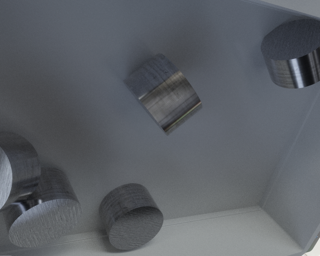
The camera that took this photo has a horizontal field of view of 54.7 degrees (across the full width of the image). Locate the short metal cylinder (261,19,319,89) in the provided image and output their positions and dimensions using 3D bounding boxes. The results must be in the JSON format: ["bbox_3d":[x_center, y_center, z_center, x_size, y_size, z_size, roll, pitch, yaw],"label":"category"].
[{"bbox_3d":[0.181,-0.098,0.411,0.080,0.080,0.050,-39,129,-2],"label":"short metal cylinder"}]

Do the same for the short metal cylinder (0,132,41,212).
[{"bbox_3d":[-0.167,0.044,0.302,0.080,0.050,0.080,0,90,6],"label":"short metal cylinder"}]

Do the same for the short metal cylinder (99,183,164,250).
[{"bbox_3d":[-0.042,0.128,0.448,0.081,0.050,0.079,-14,124,-21],"label":"short metal cylinder"}]

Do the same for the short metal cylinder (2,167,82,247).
[{"bbox_3d":[-0.139,0.093,0.363,0.081,0.050,0.080,-23,139,-21],"label":"short metal cylinder"}]

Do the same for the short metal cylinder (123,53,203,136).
[{"bbox_3d":[0.003,-0.037,0.351,0.050,0.080,0.080,-39,129,-2],"label":"short metal cylinder"}]
